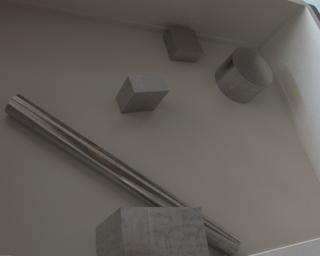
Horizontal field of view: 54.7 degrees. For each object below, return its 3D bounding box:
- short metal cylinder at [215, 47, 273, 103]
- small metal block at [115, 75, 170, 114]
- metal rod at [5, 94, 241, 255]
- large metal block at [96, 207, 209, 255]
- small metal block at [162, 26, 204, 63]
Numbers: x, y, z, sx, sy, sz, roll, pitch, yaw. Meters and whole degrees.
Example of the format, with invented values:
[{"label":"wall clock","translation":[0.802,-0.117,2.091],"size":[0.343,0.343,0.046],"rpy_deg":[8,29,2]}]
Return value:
[{"label":"short metal cylinder","translation":[0.141,-0.088,0.522],"size":[0.081,0.050,0.080],"rpy_deg":[14,56,-21]},{"label":"small metal block","translation":[-0.024,-0.044,0.405],"size":[0.050,0.050,0.025],"rpy_deg":[-7,66,-32]},{"label":"metal rod","translation":[-0.036,0.057,0.352],"size":[0.301,0.025,0.025],"rpy_deg":[34,51,-6]},{"label":"large metal block","translation":[-0.011,0.111,0.298],"size":[0.081,0.080,0.050],"rpy_deg":[7,59,-25]},{"label":"small metal block","translation":[0.037,-0.137,0.512],"size":[0.050,0.025,0.050],"rpy_deg":[-2,63,-30]}]
